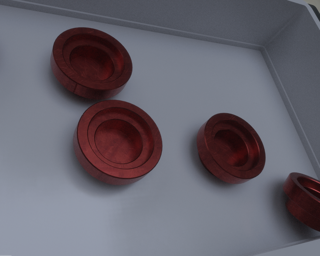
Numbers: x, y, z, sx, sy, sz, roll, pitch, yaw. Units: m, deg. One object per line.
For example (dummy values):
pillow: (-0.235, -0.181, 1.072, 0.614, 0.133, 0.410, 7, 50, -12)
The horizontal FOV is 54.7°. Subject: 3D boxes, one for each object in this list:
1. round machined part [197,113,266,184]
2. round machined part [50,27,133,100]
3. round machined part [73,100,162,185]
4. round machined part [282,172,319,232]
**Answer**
round machined part: (0.093, 0.031, 0.428, 0.099, 0.042, 0.098, 14, 56, -21)
round machined part: (-0.089, -0.077, 0.395, 0.099, 0.042, 0.098, 14, 56, -21)
round machined part: (-0.050, 0.019, 0.357, 0.099, 0.042, 0.098, 14, 56, -21)
round machined part: (0.216, 0.106, 0.429, 0.099, 0.042, 0.098, 21, 18, -7)
